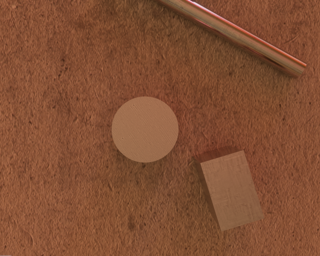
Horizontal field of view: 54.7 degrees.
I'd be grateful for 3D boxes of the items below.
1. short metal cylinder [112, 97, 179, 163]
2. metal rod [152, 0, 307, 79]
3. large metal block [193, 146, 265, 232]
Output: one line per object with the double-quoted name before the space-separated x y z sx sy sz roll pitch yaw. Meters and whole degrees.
"short metal cylinder" -0.018 0.002 0.397 0.081 0.050 0.079 0 90 -1
"metal rod" 0.055 -0.148 0.410 0.301 0.025 0.025 29 90 -1
"large metal block" 0.080 0.069 0.384 0.050 0.080 0.080 -17 90 0
